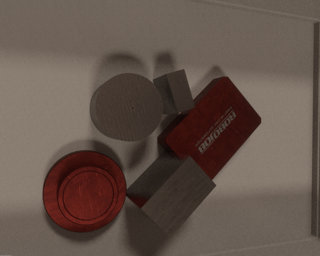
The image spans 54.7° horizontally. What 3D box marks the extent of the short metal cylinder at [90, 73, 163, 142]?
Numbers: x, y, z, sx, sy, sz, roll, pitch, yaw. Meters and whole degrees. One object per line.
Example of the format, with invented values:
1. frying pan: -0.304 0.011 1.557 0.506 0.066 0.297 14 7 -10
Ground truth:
1. short metal cylinder: -0.043 -0.024 0.382 0.081 0.050 0.079 0 90 -21

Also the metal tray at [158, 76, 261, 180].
1. metal tray: 0.072 0.002 0.436 0.130 0.030 0.090 -46 105 -14

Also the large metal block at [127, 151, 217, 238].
1. large metal block: 0.009 0.077 0.386 0.080 0.080 0.050 -45 105 -15

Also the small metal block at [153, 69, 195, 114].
1. small metal block: 0.017 -0.046 0.405 0.025 0.050 0.050 -19 97 -19

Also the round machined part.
1. round machined part: -0.088 0.077 0.370 0.099 0.042 0.097 0 90 -21
